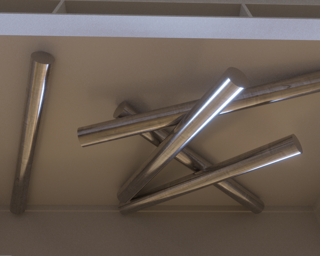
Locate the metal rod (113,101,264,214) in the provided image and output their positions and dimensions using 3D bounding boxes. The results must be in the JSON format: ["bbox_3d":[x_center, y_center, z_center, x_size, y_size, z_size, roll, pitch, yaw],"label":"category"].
[{"bbox_3d":[0.058,0.055,0.457,0.301,0.025,0.025,36,121,-27],"label":"metal rod"}]

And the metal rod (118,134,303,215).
[{"bbox_3d":[0.050,0.077,0.443,0.299,0.025,0.025,-28,126,33],"label":"metal rod"}]

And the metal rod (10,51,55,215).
[{"bbox_3d":[-0.184,0.028,0.430,0.025,0.025,0.298,17,128,-14],"label":"metal rod"}]

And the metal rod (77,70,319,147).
[{"bbox_3d":[0.051,-0.023,0.369,0.302,0.025,0.025,-13,129,2],"label":"metal rod"}]

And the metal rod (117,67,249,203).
[{"bbox_3d":[0.007,0.032,0.394,0.025,0.025,0.298,20,140,-17],"label":"metal rod"}]
